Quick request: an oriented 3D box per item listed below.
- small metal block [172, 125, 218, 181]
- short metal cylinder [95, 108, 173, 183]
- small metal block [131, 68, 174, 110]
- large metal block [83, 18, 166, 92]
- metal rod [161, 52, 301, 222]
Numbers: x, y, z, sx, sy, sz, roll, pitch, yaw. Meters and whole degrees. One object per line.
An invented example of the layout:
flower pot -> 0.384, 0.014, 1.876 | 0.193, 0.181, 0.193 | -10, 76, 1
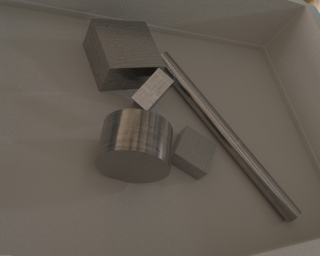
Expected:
small metal block -> 0.043, 0.033, 0.411 | 0.050, 0.025, 0.050 | 33, 51, -7
short metal cylinder -> -0.027, 0.022, 0.343 | 0.081, 0.080, 0.050 | 18, 55, -18
small metal block -> -0.010, -0.046, 0.401 | 0.025, 0.050, 0.050 | 42, 87, 0
large metal block -> -0.051, -0.100, 0.424 | 0.081, 0.050, 0.080 | -9, 66, -32
metal rod -> 0.094, 0.008, 0.453 | 0.025, 0.025, 0.300 | -32, 80, -38
